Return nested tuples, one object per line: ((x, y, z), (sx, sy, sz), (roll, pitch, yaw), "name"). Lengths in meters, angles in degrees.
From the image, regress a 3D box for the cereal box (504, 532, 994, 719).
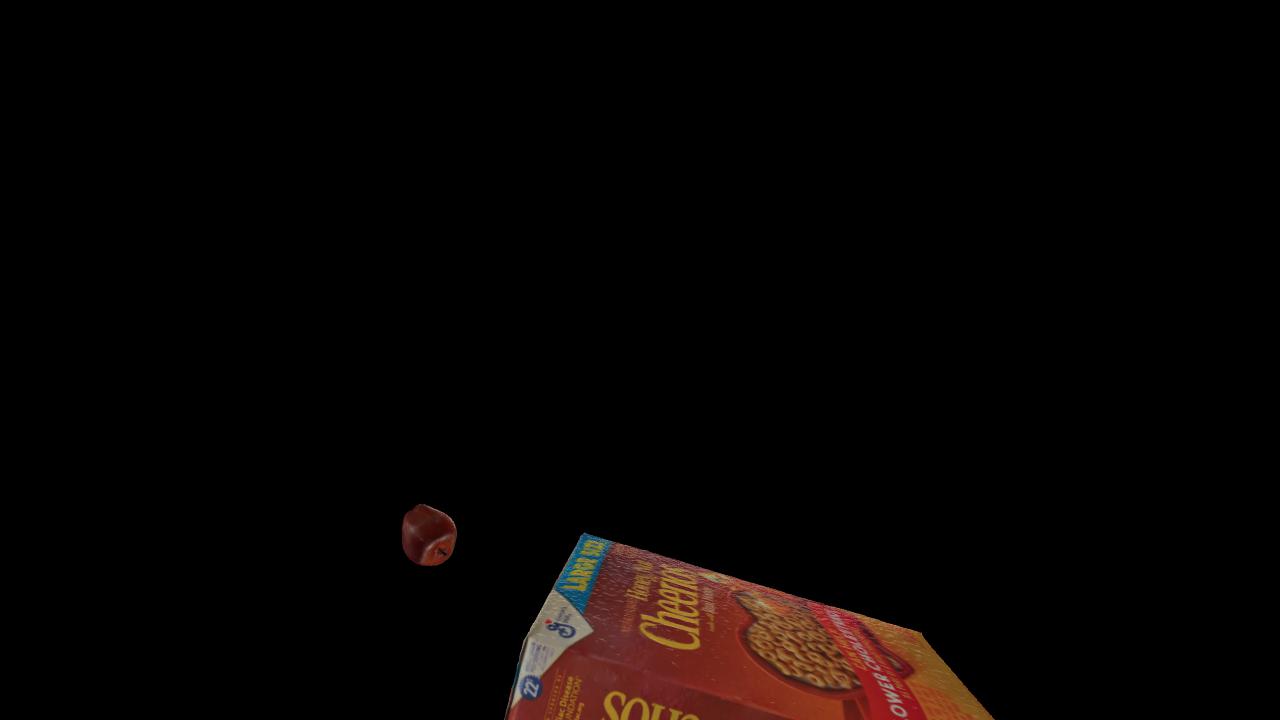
((0.077, 0.223, 0.434), (0.306, 0.081, 0.203), (16, 1, 4), "cereal box")

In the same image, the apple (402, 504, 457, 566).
((-0.312, 0.259, 0.909), (0.093, 0.079, 0.079), (37, 22, 33), "apple")
